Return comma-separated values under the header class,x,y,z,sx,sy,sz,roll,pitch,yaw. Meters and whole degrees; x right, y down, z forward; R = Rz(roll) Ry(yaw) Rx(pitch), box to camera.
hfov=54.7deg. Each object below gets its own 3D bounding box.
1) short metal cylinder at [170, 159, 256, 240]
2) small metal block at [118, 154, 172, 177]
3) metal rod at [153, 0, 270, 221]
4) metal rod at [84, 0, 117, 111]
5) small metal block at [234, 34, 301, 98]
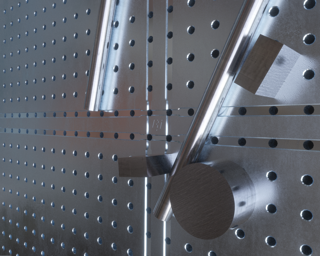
class,x,y,z,sx,sy,sz,roll,pitch,yaw
short metal cylinder,0.058,0.077,0.345,0.080,0.050,0.079,0,90,40
small metal block,-0.019,0.049,0.409,0.050,0.050,0.025,-7,86,40
metal rod,0.055,-0.018,0.363,0.025,0.025,0.298,34,111,35
metal rod,-0.083,-0.174,0.477,0.025,0.025,0.298,18,101,38
small metal block,0.106,-0.059,0.305,0.025,0.050,0.050,39,114,33
